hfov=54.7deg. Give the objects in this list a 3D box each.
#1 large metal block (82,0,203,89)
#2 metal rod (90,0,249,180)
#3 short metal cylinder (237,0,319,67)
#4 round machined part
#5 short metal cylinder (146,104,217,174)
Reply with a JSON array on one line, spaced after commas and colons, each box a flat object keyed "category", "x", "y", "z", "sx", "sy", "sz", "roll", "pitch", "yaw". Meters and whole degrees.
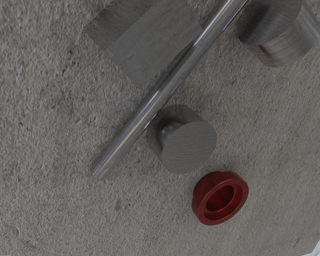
[{"category": "large metal block", "x": -0.020, "y": -0.096, "z": 0.301, "sx": 0.080, "sy": 0.080, "sz": 0.050, "roll": -43, "pitch": 130, "yaw": 1}, {"category": "metal rod", "x": 0.013, "y": -0.056, "z": 0.379, "sx": 0.025, "sy": 0.025, "sz": 0.299, "roll": 32, "pitch": 100, "yaw": -38}, {"category": "short metal cylinder", "x": 0.141, "y": -0.121, "z": 0.374, "sx": 0.050, "sy": 0.080, "sz": 0.080, "roll": 30, "pitch": 102, "yaw": -38}, {"category": "round machined part", "x": 0.095, "y": 0.111, "z": 0.517, "sx": 0.099, "sy": 0.042, "sz": 0.097, "roll": -14, "pitch": 124, "yaw": -21}, {"category": "short metal cylinder", "x": 0.028, "y": 0.015, "z": 0.415, "sx": 0.081, "sy": 0.050, "sz": 0.079, "roll": -14, "pitch": 124, "yaw": -21}]
